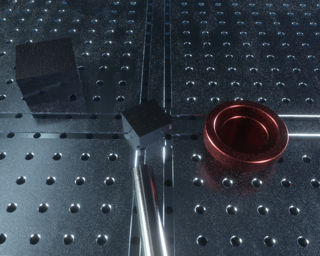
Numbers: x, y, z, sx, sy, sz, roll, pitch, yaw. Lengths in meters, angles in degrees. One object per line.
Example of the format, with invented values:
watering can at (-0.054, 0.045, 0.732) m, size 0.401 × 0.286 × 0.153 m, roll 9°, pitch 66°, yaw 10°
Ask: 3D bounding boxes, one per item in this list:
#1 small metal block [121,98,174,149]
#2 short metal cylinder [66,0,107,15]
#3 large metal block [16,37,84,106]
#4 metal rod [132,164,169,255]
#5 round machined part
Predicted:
small metal block at (-0.017, -0.007, 0.413) m, size 0.050 × 0.025 × 0.050 m, roll -25°, pitch 55°, yaw -20°
short metal cylinder at (-0.141, -0.267, 0.594) m, size 0.081 × 0.080 × 0.050 m, roll -3°, pitch 50°, yaw -3°
large metal block at (-0.164, -0.086, 0.461) m, size 0.081 × 0.050 × 0.080 m, roll -12°, pitch 51°, yaw -11°
metal rod at (0.005, 0.163, 0.270) m, size 0.025 × 0.025 × 0.300 m, roll -7°, pitch 50°, yaw -7°
round machined part at (0.103, 0.014, 0.386) m, size 0.099 × 0.042 × 0.098 m, roll 0°, pitch 50°, yaw 0°
